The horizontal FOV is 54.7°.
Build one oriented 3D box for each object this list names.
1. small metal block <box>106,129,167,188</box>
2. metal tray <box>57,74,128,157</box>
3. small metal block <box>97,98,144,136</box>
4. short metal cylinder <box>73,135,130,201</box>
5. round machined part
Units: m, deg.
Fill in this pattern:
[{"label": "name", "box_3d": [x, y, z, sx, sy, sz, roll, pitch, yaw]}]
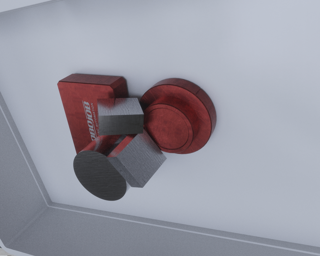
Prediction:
[{"label": "small metal block", "box_3d": [-0.027, 0.036, 0.376, 0.025, 0.050, 0.050, -12, 121, 53]}, {"label": "metal tray", "box_3d": [-0.086, -0.009, 0.439, 0.090, 0.030, 0.129, 7, 122, 24]}, {"label": "small metal block", "box_3d": [-0.049, -0.015, 0.372, 0.050, 0.050, 0.025, -3, 118, -13]}, {"label": "short metal cylinder", "box_3d": [-0.068, 0.050, 0.417, 0.080, 0.050, 0.079, 13, 124, 20]}, {"label": "round machined part", "box_3d": [0.016, -0.008, 0.381, 0.098, 0.042, 0.097, 13, 124, 20]}]
